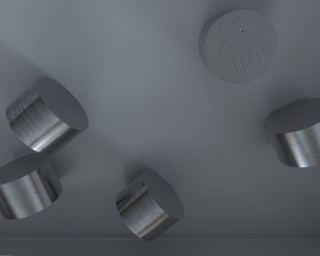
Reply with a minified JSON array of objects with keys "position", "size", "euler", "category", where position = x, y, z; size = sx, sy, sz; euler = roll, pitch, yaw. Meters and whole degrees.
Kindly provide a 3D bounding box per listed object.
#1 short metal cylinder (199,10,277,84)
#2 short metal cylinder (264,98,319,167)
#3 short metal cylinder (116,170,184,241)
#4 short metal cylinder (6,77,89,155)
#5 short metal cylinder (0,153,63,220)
[{"position":[0.089,-0.096,0.364],"size":[0.081,0.050,0.079],"euler":[0,110,-1],"category":"short metal cylinder"},{"position":[0.179,0.005,0.386],"size":[0.080,0.080,0.050],"euler":[-26,108,9],"category":"short metal cylinder"},{"position":[-0.013,0.104,0.420],"size":[0.050,0.080,0.080],"euler":[-42,105,14],"category":"short metal cylinder"},{"position":[-0.134,-0.015,0.375],"size":[0.050,0.080,0.080],"euler":[-37,106,12],"category":"short metal cylinder"},{"position":[-0.176,0.074,0.407],"size":[0.080,0.080,0.050],"euler":[-15,110,5],"category":"short metal cylinder"}]
